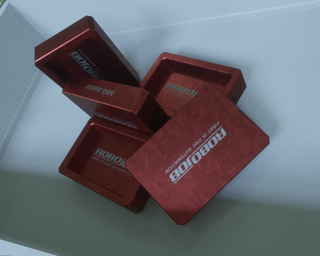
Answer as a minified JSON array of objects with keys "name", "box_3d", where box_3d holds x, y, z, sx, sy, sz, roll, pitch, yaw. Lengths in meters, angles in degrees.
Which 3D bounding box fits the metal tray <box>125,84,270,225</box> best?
[{"name":"metal tray","box_3d":[0.039,0.028,0.337,0.130,0.030,0.090,-43,80,-2]}]

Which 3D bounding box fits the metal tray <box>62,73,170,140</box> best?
[{"name":"metal tray","box_3d":[-0.053,-0.024,0.401,0.130,0.090,0.030,17,71,34]}]

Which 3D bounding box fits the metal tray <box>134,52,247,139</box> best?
[{"name":"metal tray","box_3d":[0.034,-0.047,0.410,0.130,0.030,0.090,23,74,36]}]

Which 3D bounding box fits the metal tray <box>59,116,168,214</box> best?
[{"name":"metal tray","box_3d":[-0.061,0.043,0.403,0.130,0.030,0.090,17,70,34]}]

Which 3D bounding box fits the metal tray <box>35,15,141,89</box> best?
[{"name":"metal tray","box_3d":[-0.095,-0.081,0.433,0.090,0.130,0.030,-27,53,12]}]
